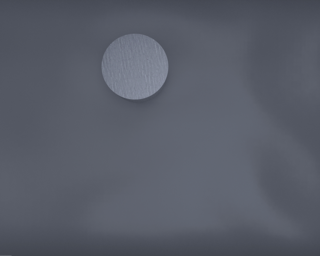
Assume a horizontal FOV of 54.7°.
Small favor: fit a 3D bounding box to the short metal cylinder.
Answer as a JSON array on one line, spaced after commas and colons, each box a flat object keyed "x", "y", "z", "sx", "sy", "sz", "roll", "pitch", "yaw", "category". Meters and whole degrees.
[{"x": -0.030, "y": -0.074, "z": 0.399, "sx": 0.081, "sy": 0.050, "sz": 0.079, "roll": 0, "pitch": 90, "yaw": -1, "category": "short metal cylinder"}]
